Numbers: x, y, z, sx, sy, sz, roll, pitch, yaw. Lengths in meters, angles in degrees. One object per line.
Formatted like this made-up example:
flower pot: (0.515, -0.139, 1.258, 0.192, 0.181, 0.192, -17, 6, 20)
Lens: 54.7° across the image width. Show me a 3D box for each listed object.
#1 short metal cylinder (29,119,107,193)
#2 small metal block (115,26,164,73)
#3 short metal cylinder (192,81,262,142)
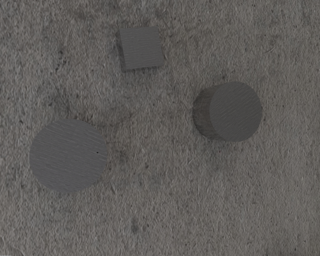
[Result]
short metal cylinder: (-0.106, 0.030, 0.357, 0.081, 0.050, 0.079, 0, 90, -20)
small metal block: (-0.026, -0.101, 0.399, 0.050, 0.025, 0.050, -11, 94, -20)
short metal cylinder: (0.092, -0.022, 0.430, 0.081, 0.050, 0.079, 0, 90, -20)
